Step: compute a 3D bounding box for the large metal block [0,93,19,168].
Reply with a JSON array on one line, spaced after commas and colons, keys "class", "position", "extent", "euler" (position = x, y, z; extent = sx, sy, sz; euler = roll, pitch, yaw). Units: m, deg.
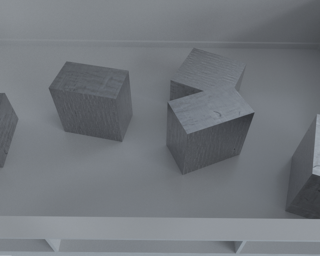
[{"class": "large metal block", "position": [-0.234, 0.004, 0.383], "extent": [0.081, 0.050, 0.080], "euler": [-2, 50, -3]}]

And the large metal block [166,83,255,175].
[{"class": "large metal block", "position": [0.055, 0.002, 0.368], "extent": [0.081, 0.080, 0.050], "euler": [-18, 53, -15]}]

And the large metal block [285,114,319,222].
[{"class": "large metal block", "position": [0.178, 0.046, 0.333], "extent": [0.050, 0.080, 0.080], "euler": [17, 52, 13]}]

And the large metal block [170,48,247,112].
[{"class": "large metal block", "position": [0.068, -0.061, 0.441], "extent": [0.080, 0.050, 0.080], "euler": [21, 53, 16]}]

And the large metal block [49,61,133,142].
[{"class": "large metal block", "position": [-0.083, -0.032, 0.396], "extent": [0.080, 0.080, 0.050], "euler": [10, 51, 8]}]
